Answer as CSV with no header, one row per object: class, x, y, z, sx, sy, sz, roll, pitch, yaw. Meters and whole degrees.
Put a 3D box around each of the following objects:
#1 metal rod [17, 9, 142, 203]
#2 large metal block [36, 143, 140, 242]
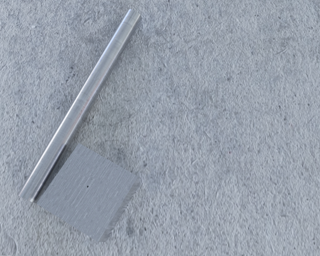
metal rod,-0.100,-0.042,0.422,0.025,0.025,0.300,23,71,8
large metal block,-0.080,0.077,0.366,0.080,0.050,0.080,28,72,9
